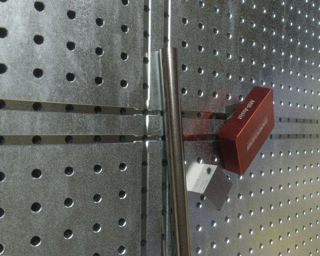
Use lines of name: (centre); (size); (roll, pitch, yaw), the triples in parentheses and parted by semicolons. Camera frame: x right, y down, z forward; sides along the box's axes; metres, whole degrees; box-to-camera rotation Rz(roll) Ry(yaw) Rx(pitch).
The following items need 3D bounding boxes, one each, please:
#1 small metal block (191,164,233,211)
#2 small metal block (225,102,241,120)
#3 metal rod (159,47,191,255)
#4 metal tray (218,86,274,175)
small metal block: (0.082, 0.092, 0.481); (0.050, 0.025, 0.050); (48, 62, -30)
small metal block: (0.140, -0.017, 0.530); (0.050, 0.025, 0.050); (-16, 100, -39)
metal rod: (0.022, 0.042, 0.429); (0.025, 0.025, 0.298); (-7, 95, -40)
metal tray: (0.149, 0.003, 0.516); (0.131, 0.030, 0.090); (-47, 136, -29)
